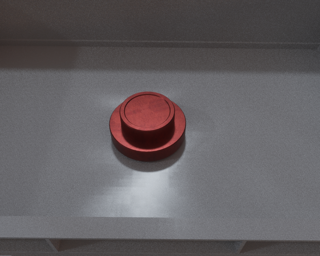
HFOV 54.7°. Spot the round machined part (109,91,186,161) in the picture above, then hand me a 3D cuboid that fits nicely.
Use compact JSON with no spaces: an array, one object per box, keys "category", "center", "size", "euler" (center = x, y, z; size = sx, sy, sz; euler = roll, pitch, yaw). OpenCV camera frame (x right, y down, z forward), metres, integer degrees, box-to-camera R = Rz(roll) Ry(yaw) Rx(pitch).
[{"category":"round machined part","center":[-0.016,-0.009,0.397],"size":[0.099,0.042,0.098],"euler":[0,50,0]}]
